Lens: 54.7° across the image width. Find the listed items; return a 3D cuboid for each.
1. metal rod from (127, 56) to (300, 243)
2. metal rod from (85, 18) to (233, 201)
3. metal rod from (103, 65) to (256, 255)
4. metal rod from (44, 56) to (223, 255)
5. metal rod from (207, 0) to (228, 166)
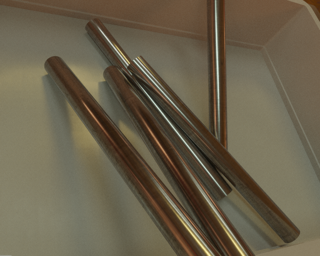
[{"bbox_3d":[0.067,0.027,0.397,0.300,0.025,0.025,48,51,1],"label":"metal rod"},{"bbox_3d":[-0.006,-0.031,0.422,0.025,0.025,0.299,-31,79,-38],"label":"metal rod"},{"bbox_3d":[-0.001,0.015,0.317,0.025,0.025,0.300,-3,38,-30],"label":"metal rod"},{"bbox_3d":[-0.048,0.010,0.298,0.025,0.025,0.300,-14,45,-34],"label":"metal rod"},{"bbox_3d":[0.078,-0.098,0.427,0.025,0.025,0.298,0,88,-29],"label":"metal rod"}]
